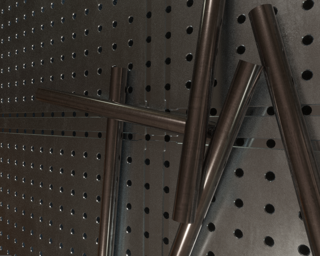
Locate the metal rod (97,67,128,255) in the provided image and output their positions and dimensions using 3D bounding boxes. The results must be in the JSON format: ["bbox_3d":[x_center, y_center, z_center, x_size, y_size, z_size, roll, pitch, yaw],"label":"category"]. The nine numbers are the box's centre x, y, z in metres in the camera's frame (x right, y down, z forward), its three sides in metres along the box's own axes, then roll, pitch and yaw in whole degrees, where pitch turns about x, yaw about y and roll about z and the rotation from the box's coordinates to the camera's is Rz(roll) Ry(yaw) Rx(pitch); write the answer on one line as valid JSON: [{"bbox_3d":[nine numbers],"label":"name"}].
[{"bbox_3d":[-0.072,0.060,0.466,0.025,0.025,0.298,8,95,39],"label":"metal rod"}]

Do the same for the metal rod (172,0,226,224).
[{"bbox_3d":[0.047,-0.048,0.343,0.025,0.025,0.298,6,86,39],"label":"metal rod"}]

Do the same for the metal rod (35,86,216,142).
[{"bbox_3d":[-0.064,-0.025,0.429,0.300,0.025,0.025,13,99,29],"label":"metal rod"}]

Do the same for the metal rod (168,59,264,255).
[{"bbox_3d":[0.050,0.071,0.355,0.025,0.025,0.298,30,112,35],"label":"metal rod"}]

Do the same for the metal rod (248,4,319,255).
[{"bbox_3d":[0.134,0.023,0.298,0.025,0.025,0.298,-19,78,38],"label":"metal rod"}]
